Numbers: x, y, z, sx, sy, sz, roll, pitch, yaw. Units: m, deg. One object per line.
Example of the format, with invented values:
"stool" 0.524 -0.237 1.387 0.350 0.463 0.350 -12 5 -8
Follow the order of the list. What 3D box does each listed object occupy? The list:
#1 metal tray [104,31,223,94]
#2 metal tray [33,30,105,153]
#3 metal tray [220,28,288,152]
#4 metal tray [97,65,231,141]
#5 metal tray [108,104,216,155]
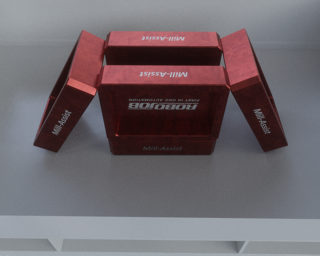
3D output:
"metal tray" 0.004 -0.072 0.381 0.131 0.089 0.030 0 50 0
"metal tray" -0.109 -0.040 0.370 0.030 0.129 0.090 22 46 -24
"metal tray" 0.114 -0.042 0.372 0.030 0.130 0.090 -20 47 23
"metal tray" 0.004 -0.025 0.342 0.131 0.089 0.030 0 50 -1
"metal tray" 0.003 -0.009 0.408 0.131 0.030 0.090 0 50 -1
